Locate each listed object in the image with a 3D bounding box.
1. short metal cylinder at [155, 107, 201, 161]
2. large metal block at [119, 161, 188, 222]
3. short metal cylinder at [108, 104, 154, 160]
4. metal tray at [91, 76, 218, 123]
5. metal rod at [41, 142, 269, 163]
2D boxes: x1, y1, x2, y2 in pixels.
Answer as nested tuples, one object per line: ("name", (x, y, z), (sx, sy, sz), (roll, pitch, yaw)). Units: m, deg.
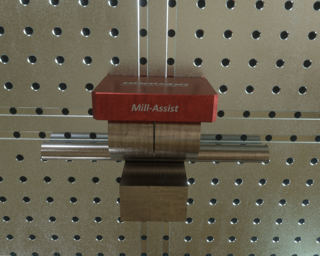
("short metal cylinder", (0.020, 0.000, 0.381), (0.050, 0.080, 0.079), (2, 110, -1))
("large metal block", (-0.008, 0.077, 0.408), (0.081, 0.080, 0.050), (1, 110, -1))
("short metal cylinder", (-0.033, -0.001, 0.381), (0.050, 0.080, 0.079), (1, 110, 0))
("metal tray", (-0.005, -0.036, 0.361), (0.131, 0.090, 0.030), (1, 110, -1))
("metal rod", (-0.006, 0.033, 0.421), (0.302, 0.025, 0.025), (1, 110, -1))
